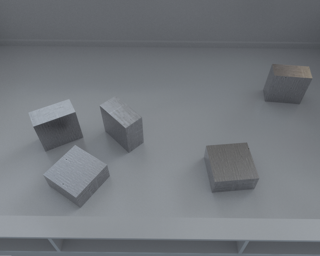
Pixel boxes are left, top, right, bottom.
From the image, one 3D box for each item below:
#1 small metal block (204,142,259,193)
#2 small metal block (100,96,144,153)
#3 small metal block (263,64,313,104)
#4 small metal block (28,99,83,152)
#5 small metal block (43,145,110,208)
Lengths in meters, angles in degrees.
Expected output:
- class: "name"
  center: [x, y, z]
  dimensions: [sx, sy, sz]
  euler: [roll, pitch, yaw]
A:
- class: "small metal block"
  center: [0.083, 0.046, 0.367]
  dimensions: [0.050, 0.025, 0.050]
  euler: [-4, 50, -4]
- class: "small metal block"
  center: [-0.048, -0.004, 0.392]
  dimensions: [0.025, 0.050, 0.050]
  euler: [-36, 59, -26]
- class: "small metal block"
  center: [0.180, -0.062, 0.442]
  dimensions: [0.050, 0.050, 0.025]
  euler: [5, 50, 4]
- class: "small metal block"
  center: [-0.130, -0.003, 0.390]
  dimensions: [0.050, 0.050, 0.025]
  euler: [-22, 54, -17]
- class: "small metal block"
  center: [-0.095, 0.055, 0.358]
  dimensions: [0.050, 0.025, 0.050]
  euler: [28, 55, 21]
